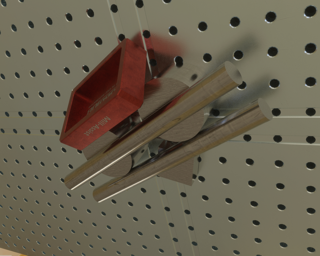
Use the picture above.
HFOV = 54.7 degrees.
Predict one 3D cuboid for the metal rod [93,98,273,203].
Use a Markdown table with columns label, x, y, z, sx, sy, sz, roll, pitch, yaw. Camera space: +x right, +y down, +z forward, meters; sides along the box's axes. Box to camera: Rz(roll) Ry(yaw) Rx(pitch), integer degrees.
| label | x | y | z | sx | sy | sz | roll | pitch | yaw |
| --- | --- | --- | --- | --- | --- | --- | --- | --- | --- |
| metal rod | 0.005 | 0.043 | 0.400 | 0.299 | 0.025 | 0.025 | -32 | 101 | 38 |

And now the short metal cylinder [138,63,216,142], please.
| label | x | y | z | sx | sy | sz | roll | pitch | yaw |
| --- | --- | --- | --- | --- | --- | --- | --- | --- | --- |
| short metal cylinder | 0.021 | -0.031 | 0.365 | 0.080 | 0.050 | 0.079 | 13 | 124 | 20 |

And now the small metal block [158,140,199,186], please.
| label | x | y | z | sx | sy | sz | roll | pitch | yaw |
| --- | --- | --- | --- | --- | --- | --- | --- | --- | --- |
| small metal block | 0.025 | 0.046 | 0.424 | 0.050 | 0.025 | 0.050 | 14 | 124 | 20 |

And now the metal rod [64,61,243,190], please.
| label | x | y | z | sx | sy | sz | roll | pitch | yaw |
| --- | --- | --- | --- | --- | --- | --- | --- | --- | --- |
| metal rod | -0.032 | 0.015 | 0.370 | 0.299 | 0.025 | 0.025 | -33 | 100 | 38 |

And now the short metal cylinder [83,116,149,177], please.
| label | x | y | z | sx | sy | sz | roll | pitch | yaw |
| --- | --- | --- | --- | --- | --- | --- | --- | --- | --- |
| short metal cylinder | -0.063 | 0.023 | 0.441 | 0.080 | 0.050 | 0.079 | 13 | 124 | 20 |

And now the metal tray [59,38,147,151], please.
| label | x | y | z | sx | sy | sz | roll | pitch | yaw |
| --- | --- | --- | --- | --- | --- | --- | --- | --- | --- |
| metal tray | -0.071 | -0.038 | 0.379 | 0.030 | 0.090 | 0.130 | 29 | 136 | -32 |
